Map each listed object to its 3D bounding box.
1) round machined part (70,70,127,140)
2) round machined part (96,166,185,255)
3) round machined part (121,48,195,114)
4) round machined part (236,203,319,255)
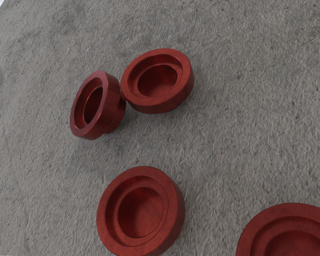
[{"bbox_3d":[-0.085,-0.029,0.441,0.098,0.042,0.098,-25,55,41],"label":"round machined part"},{"bbox_3d":[-0.018,0.095,0.344,0.098,0.042,0.098,-13,56,21],"label":"round machined part"},{"bbox_3d":[-0.001,-0.059,0.425,0.098,0.042,0.098,-9,56,15],"label":"round machined part"},{"bbox_3d":[0.117,0.116,0.260,0.098,0.042,0.098,-13,56,21],"label":"round machined part"}]
